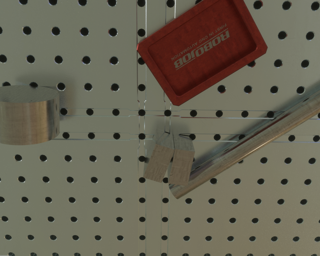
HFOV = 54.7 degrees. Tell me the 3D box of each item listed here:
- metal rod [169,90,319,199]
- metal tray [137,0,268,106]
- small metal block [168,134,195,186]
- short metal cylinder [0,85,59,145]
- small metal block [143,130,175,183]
[{"bbox_3d":[0.142,0.010,0.419,0.300,0.025,0.025,-34,107,11],"label":"metal rod"},{"bbox_3d":[0.049,-0.098,0.375,0.130,0.030,0.090,-31,108,10],"label":"metal tray"},{"bbox_3d":[0.027,0.042,0.416,0.025,0.050,0.050,9,110,-4],"label":"small metal block"},{"bbox_3d":[-0.164,-0.018,0.375,0.081,0.080,0.050,5,110,-3],"label":"short metal cylinder"},{"bbox_3d":[-0.002,0.037,0.414,0.025,0.050,0.050,18,109,-7],"label":"small metal block"}]
